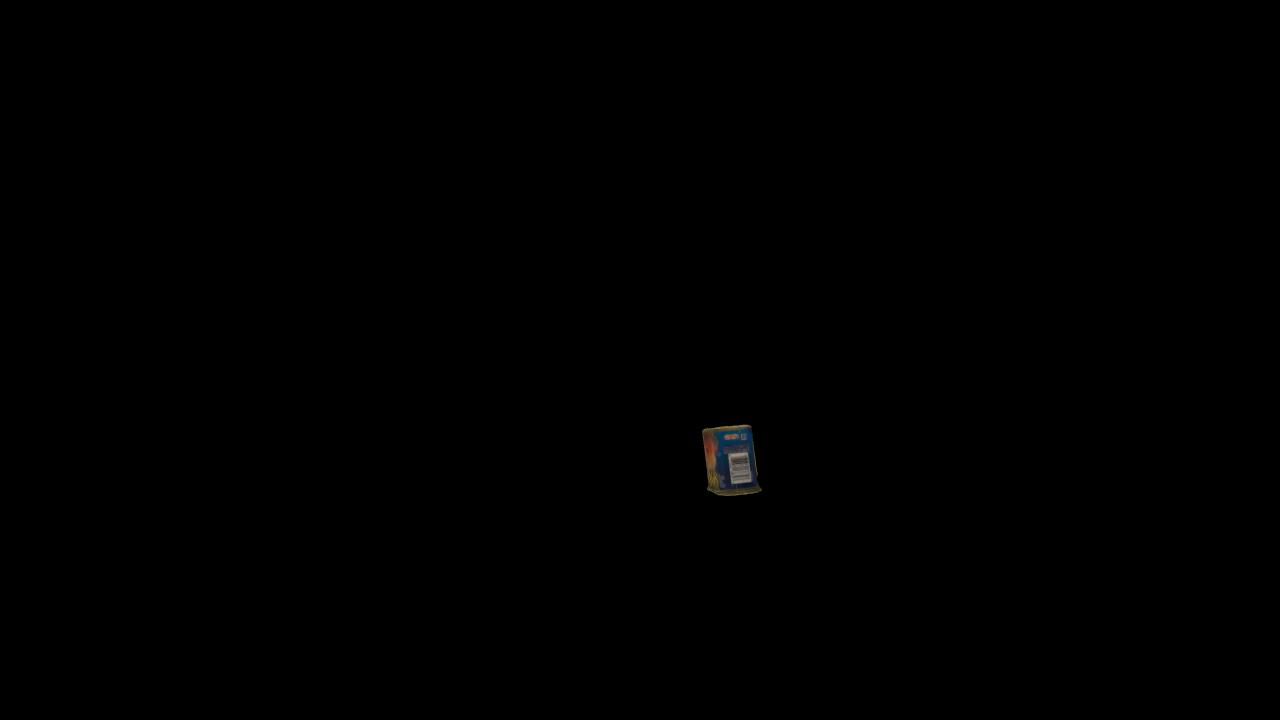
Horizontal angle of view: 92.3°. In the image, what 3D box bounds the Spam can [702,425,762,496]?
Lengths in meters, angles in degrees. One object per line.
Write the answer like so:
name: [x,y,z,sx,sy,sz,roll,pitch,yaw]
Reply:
Spam can: [0.119,0.130,0.814,0.058,0.085,0.101,-5,-6,-6]
